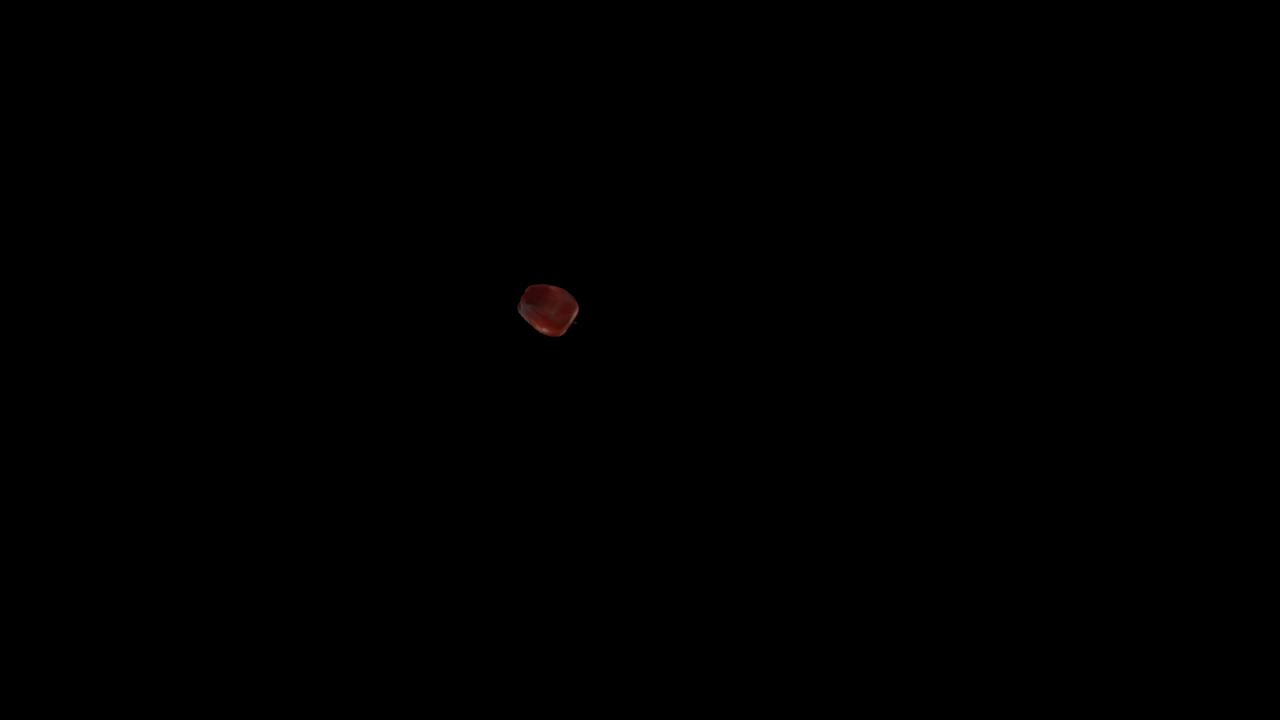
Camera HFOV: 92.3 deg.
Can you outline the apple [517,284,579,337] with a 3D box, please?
[{"bbox_3d":[-0.140,-0.079,0.954,0.093,0.079,0.079,28,-4,-8],"label":"apple"}]
